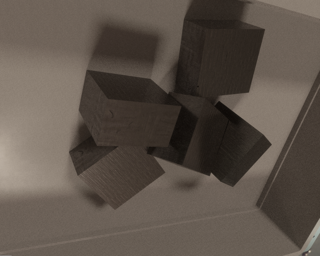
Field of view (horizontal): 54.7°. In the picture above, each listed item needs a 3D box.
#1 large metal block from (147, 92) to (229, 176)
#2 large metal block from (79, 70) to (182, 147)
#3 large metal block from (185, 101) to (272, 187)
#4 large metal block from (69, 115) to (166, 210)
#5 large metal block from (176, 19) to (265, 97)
[{"bbox_3d":[0.038,0.009,0.390,0.080,0.050,0.080,29,78,-55],"label":"large metal block"},{"bbox_3d":[-0.036,-0.022,0.341,0.081,0.080,0.050,3,117,-30],"label":"large metal block"},{"bbox_3d":[0.092,0.023,0.433,0.080,0.080,0.050,-50,145,6],"label":"large metal block"},{"bbox_3d":[-0.053,0.044,0.392,0.080,0.050,0.080,-36,130,-4],"label":"large metal block"},{"bbox_3d":[0.071,-0.086,0.380,0.081,0.050,0.079,-8,122,-25],"label":"large metal block"}]
